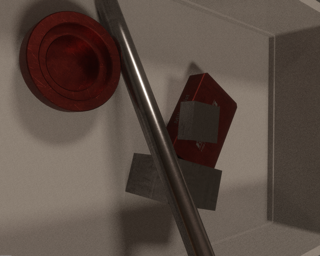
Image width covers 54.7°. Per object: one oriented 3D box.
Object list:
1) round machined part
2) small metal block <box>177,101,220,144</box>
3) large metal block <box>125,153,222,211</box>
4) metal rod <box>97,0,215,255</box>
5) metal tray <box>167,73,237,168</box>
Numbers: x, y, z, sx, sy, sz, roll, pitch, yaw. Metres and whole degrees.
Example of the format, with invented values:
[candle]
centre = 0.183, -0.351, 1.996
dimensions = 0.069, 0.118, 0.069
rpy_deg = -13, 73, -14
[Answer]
[round machined part]
centre = -0.093, -0.065, 0.319
dimensions = 0.099, 0.042, 0.097
rpy_deg = 0, 90, -40
[small metal block]
centre = 0.052, -0.007, 0.413
dimensions = 0.050, 0.025, 0.050
rpy_deg = 9, 84, -40
[large metal block]
centre = 0.017, 0.067, 0.387
dimensions = 0.080, 0.080, 0.050
rpy_deg = 20, 78, -39
[metal rod]
centre = -0.009, -0.006, 0.331
dimensions = 0.025, 0.025, 0.299
rpy_deg = -12, 76, -40
[metal tray]
centre = 0.060, -0.004, 0.456
dimensions = 0.090, 0.030, 0.130
rpy_deg = 38, 67, -34
